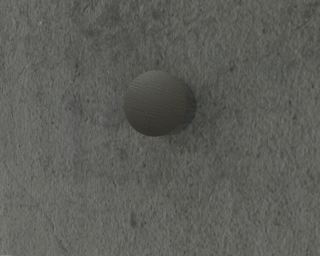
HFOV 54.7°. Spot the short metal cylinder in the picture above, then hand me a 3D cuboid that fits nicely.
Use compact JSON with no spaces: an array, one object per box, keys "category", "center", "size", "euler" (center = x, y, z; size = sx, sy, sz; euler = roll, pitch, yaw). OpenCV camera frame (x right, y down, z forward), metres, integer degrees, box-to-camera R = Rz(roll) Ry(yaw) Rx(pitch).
[{"category":"short metal cylinder","center":[0.001,-0.029,0.395],"size":[0.080,0.050,0.079],"euler":[0,90,19]}]
